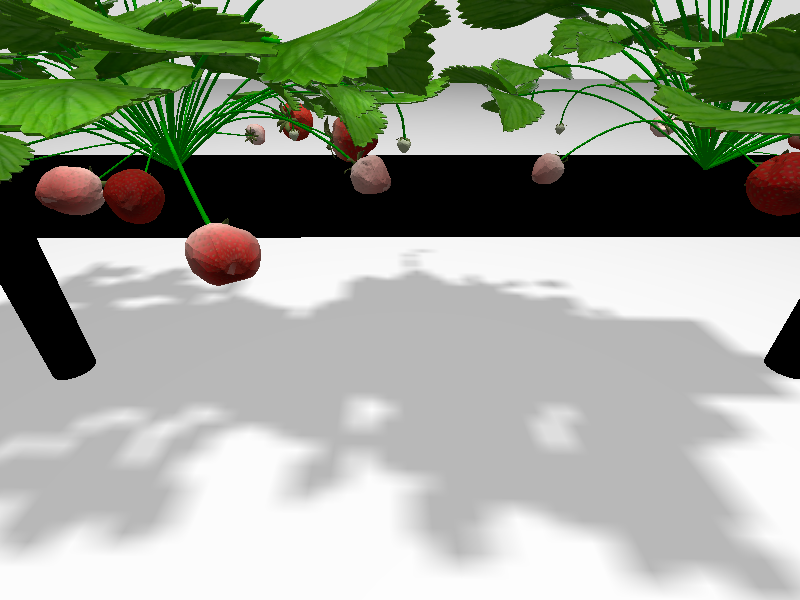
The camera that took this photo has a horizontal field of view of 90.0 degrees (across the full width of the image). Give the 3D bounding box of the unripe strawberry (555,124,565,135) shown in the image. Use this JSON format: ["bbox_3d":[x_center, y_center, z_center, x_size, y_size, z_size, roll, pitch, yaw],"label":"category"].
[{"bbox_3d":[0.184,-0.196,0.460,0.011,0.011,0.010,-15,33,-24],"label":"unripe strawberry"}]

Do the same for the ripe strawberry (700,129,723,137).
[{"bbox_3d":[0.373,-0.210,0.478,0.035,0.031,0.031,19,16,29],"label":"ripe strawberry"}]

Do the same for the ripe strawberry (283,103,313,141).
[{"bbox_3d":[-0.119,-0.210,0.471,0.040,0.042,0.044,13,19,20],"label":"ripe strawberry"}]

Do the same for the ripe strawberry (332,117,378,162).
[{"bbox_3d":[-0.040,-0.143,0.353,0.041,0.040,0.045,-5,31,-9],"label":"ripe strawberry"}]

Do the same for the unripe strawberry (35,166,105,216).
[{"bbox_3d":[-0.185,-0.060,0.224,0.031,0.028,0.028,-1,31,-2],"label":"unripe strawberry"}]

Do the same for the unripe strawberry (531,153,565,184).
[{"bbox_3d":[0.107,-0.094,0.293,0.022,0.022,0.021,-33,35,0],"label":"unripe strawberry"}]

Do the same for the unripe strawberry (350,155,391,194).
[{"bbox_3d":[-0.018,-0.081,0.263,0.026,0.025,0.028,35,38,6],"label":"unripe strawberry"}]

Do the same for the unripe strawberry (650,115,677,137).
[{"bbox_3d":[0.315,-0.208,0.481,0.028,0.025,0.025,9,13,16],"label":"unripe strawberry"}]

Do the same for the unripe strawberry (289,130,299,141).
[{"bbox_3d":[-0.120,-0.186,0.453,0.011,0.011,0.010,15,33,23],"label":"unripe strawberry"}]

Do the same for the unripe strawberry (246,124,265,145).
[{"bbox_3d":[-0.160,-0.185,0.447,0.021,0.022,0.023,7,30,11],"label":"unripe strawberry"}]

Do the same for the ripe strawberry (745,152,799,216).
[{"bbox_3d":[0.218,-0.063,0.222,0.039,0.035,0.036,9,32,16],"label":"ripe strawberry"}]

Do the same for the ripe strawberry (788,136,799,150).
[{"bbox_3d":[0.417,-0.166,0.411,0.026,0.022,0.026,34,5,-41],"label":"ripe strawberry"}]

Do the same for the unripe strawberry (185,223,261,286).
[{"bbox_3d":[-0.067,-0.017,0.155,0.027,0.023,0.027,-17,35,-26],"label":"unripe strawberry"}]

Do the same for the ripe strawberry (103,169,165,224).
[{"bbox_3d":[-0.144,-0.055,0.217,0.028,0.030,0.031,-10,32,-16],"label":"ripe strawberry"}]
